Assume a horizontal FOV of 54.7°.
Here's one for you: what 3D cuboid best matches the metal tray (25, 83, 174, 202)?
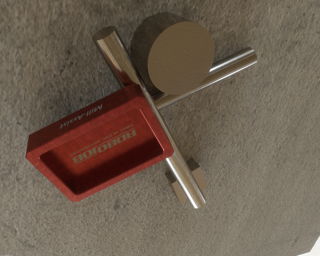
[{"bbox_3d":[-0.061,0.019,0.335,0.130,0.030,0.090,-26,129,3],"label":"metal tray"}]

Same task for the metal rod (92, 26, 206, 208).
[{"bbox_3d":[0.003,0.012,0.387,0.025,0.025,0.299,-34,129,-6],"label":"metal rod"}]

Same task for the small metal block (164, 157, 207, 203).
[{"bbox_3d":[0.041,0.082,0.483,0.050,0.025,0.050,-30,129,-10],"label":"small metal block"}]

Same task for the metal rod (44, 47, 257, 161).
[{"bbox_3d":[-0.009,-0.032,0.385,0.302,0.025,0.025,-26,128,-12],"label":"metal rod"}]

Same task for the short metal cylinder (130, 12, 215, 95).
[{"bbox_3d":[0.013,-0.084,0.348,0.081,0.050,0.079,-14,125,-21],"label":"short metal cylinder"}]
